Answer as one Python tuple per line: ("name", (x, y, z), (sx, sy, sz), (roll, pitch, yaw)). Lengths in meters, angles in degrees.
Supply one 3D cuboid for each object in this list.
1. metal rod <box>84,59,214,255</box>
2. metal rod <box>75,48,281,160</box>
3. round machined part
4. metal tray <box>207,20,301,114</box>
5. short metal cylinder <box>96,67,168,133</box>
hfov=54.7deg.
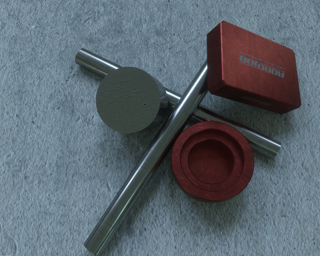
("metal rod", (0.004, 0.018, 0.384), (0.025, 0.025, 0.300), (32, 79, 11))
("metal rod", (0.018, -0.037, 0.424), (0.301, 0.025, 0.025), (27, 72, 9))
("round machined part", (0.062, 0.044, 0.385), (0.099, 0.042, 0.098), (0, 70, 0))
("metal tray", (0.124, -0.076, 0.405), (0.131, 0.030, 0.090), (12, 68, -26))
("short metal cylinder", (-0.034, -0.034, 0.394), (0.080, 0.050, 0.080), (0, 90, 11))
